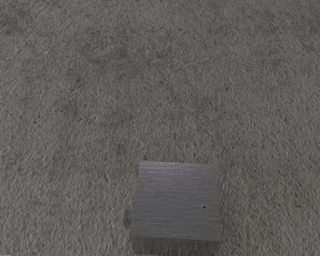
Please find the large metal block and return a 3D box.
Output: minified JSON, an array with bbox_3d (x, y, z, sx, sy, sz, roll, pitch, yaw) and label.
[{"bbox_3d":[0.016,0.083,0.318,0.080,0.050,0.080,3,50,2],"label":"large metal block"}]
